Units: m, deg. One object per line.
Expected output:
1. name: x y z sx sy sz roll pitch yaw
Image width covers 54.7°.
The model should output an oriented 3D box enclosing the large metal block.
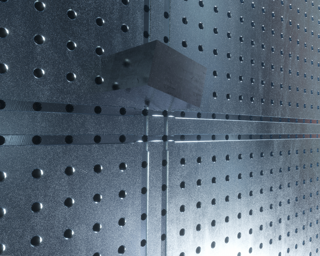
1. large metal block: -0.004 -0.058 0.372 0.080 0.080 0.050 19 78 -39
